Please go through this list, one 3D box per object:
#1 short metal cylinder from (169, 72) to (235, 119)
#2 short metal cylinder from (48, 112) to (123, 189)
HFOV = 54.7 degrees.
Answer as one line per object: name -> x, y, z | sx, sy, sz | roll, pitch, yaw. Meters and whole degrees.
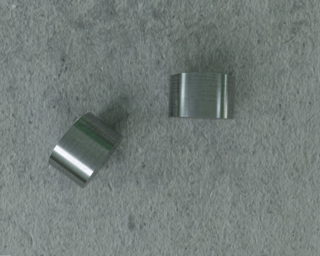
short metal cylinder -> 0.051, -0.037, 0.383 | 0.081, 0.080, 0.050 | 2, 90, -1
short metal cylinder -> -0.089, 0.027, 0.381 | 0.050, 0.080, 0.080 | 37, 90, 0
